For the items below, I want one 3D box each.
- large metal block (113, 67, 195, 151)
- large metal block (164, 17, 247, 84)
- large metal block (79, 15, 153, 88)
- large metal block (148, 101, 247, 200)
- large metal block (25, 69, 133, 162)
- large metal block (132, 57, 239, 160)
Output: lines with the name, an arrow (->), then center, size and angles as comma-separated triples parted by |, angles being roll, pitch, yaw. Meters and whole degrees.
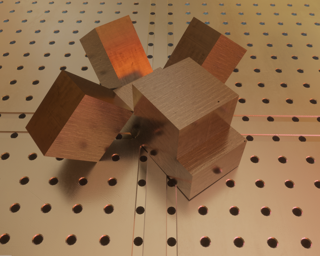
large metal block -> -0.007, -0.026, 0.414 | 0.080, 0.050, 0.080 | -31, 57, -23
large metal block -> 0.063, -0.095, 0.432 | 0.050, 0.080, 0.080 | 44, 23, 31
large metal block -> -0.064, -0.103, 0.438 | 0.050, 0.080, 0.080 | -31, 17, -23
large metal block -> 0.042, 0.024, 0.371 | 0.080, 0.050, 0.080 | -29, 55, -23
large metal block -> -0.091, -0.010, 0.360 | 0.050, 0.080, 0.080 | 44, 104, 31
large metal block -> 0.026, -0.025, 0.346 | 0.080, 0.050, 0.080 | -29, 57, -24
